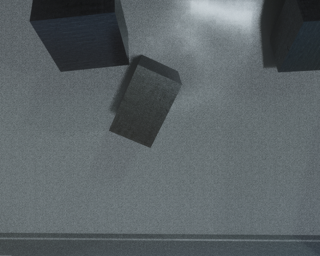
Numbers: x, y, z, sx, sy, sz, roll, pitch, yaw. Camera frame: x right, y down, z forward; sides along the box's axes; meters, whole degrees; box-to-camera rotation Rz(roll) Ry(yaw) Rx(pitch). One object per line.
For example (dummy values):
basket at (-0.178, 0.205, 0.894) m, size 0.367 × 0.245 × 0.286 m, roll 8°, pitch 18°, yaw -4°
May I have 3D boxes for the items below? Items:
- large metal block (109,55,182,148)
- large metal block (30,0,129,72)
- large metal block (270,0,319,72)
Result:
large metal block at (-0.017, -0.035, 0.369) m, size 0.050 × 0.080 × 0.080 m, roll 24°, pitch 108°, yaw -9°
large metal block at (-0.081, -0.109, 0.335) m, size 0.080 × 0.050 × 0.080 m, roll -6°, pitch 154°, yaw 2°
large metal block at (0.176, -0.107, 0.338) m, size 0.080 × 0.050 × 0.080 m, roll -3°, pitch 154°, yaw 1°
